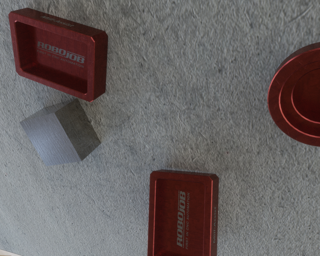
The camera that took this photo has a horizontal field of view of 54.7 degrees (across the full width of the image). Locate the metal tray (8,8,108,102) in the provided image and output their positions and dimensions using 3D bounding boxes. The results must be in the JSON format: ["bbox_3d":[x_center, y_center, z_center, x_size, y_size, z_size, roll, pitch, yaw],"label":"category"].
[{"bbox_3d":[-0.134,-0.097,0.411,0.130,0.030,0.089,21,126,15],"label":"metal tray"}]

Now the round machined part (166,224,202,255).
[{"bbox_3d":[0.031,0.161,0.478,0.098,0.042,0.097,13,124,20],"label":"round machined part"}]

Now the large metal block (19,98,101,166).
[{"bbox_3d":[-0.151,0.008,0.473,0.080,0.050,0.080,-11,113,32],"label":"large metal block"}]

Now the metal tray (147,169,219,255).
[{"bbox_3d":[0.031,0.125,0.423,0.090,0.030,0.129,1,88,26],"label":"metal tray"}]

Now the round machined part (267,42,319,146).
[{"bbox_3d":[0.156,-0.034,0.293,0.098,0.042,0.097,13,124,20],"label":"round machined part"}]
